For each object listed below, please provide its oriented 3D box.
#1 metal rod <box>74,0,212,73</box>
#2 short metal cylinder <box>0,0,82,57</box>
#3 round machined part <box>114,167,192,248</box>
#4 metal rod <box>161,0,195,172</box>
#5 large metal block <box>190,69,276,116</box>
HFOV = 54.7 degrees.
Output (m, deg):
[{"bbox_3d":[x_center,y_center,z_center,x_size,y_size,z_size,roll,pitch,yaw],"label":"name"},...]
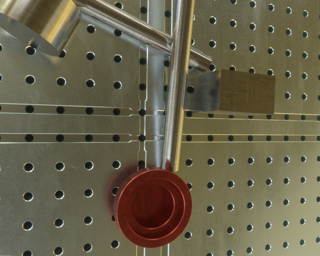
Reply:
[{"bbox_3d":[-0.066,-0.143,0.388,0.302,0.025,0.025,22,83,-19],"label":"metal rod"},{"bbox_3d":[-0.133,-0.121,0.334,0.080,0.080,0.050,29,80,-18],"label":"short metal cylinder"},{"bbox_3d":[-0.011,0.099,0.400,0.099,0.042,0.097,-1,92,-20],"label":"round machined part"},{"bbox_3d":[0.026,-0.091,0.398,0.025,0.025,0.298,2,99,-20],"label":"metal rod"},{"bbox_3d":[0.096,-0.044,0.420,0.081,0.080,0.050,3,89,-20],"label":"large metal block"}]
